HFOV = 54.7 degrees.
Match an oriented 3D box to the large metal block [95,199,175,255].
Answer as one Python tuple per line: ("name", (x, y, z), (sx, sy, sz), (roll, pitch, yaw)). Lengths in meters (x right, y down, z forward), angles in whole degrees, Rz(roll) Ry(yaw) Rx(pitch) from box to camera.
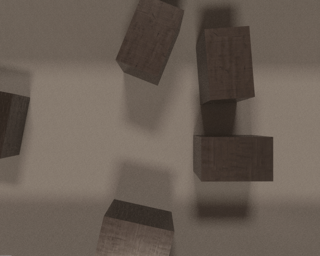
("large metal block", (-0.029, 0.130, 0.384), (0.080, 0.080, 0.050), (13, 90, -1))

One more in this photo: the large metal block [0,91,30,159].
("large metal block", (-0.224, -0.010, 0.396), (0.080, 0.050, 0.080), (11, 90, -1))

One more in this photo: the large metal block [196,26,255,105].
("large metal block", (0.078, -0.073, 0.385), (0.050, 0.080, 0.079), (-5, 90, 0))

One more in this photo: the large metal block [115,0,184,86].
("large metal block", (-0.011, -0.104, 0.384), (0.050, 0.080, 0.080), (22, 90, -1))

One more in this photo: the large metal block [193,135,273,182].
("large metal block", (0.086, 0.035, 0.385), (0.081, 0.080, 0.050), (0, 90, -1))
